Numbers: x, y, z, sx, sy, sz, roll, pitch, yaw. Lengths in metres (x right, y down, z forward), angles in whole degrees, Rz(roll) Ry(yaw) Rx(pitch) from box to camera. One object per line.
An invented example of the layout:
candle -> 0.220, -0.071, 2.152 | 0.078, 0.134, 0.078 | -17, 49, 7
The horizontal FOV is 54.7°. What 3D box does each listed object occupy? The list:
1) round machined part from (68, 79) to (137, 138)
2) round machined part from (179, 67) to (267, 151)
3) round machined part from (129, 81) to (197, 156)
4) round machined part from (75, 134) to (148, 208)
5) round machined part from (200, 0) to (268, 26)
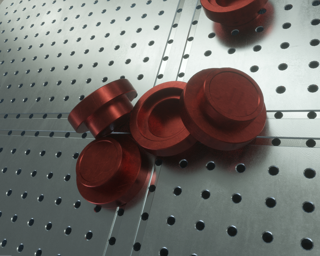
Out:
round machined part -> -0.071, -0.021, 0.421 | 0.098, 0.098, 0.042 | -36, 86, 4
round machined part -> 0.074, -0.028, 0.343 | 0.099, 0.042, 0.098 | 6, 62, -12
round machined part -> 0.014, -0.008, 0.394 | 0.098, 0.042, 0.098 | -13, 56, 20
round machined part -> -0.069, 0.050, 0.401 | 0.098, 0.042, 0.098 | -13, 56, 20
round machined part -> 0.112, -0.189, 0.454 | 0.098, 0.042, 0.098 | -13, 56, 20
